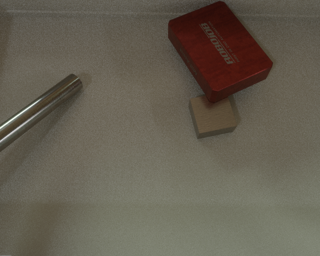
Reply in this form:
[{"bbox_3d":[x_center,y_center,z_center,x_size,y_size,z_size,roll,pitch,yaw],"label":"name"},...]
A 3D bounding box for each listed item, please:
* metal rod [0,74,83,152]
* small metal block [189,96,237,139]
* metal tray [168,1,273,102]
[{"bbox_3d":[-0.200,0.027,0.347,0.025,0.025,0.301,34,54,11],"label":"metal rod"},{"bbox_3d":[0.070,-0.017,0.417,0.050,0.025,0.050,-11,71,-5],"label":"small metal block"},{"bbox_3d":[0.079,-0.108,0.426,0.091,0.030,0.130,-25,67,-10],"label":"metal tray"}]
